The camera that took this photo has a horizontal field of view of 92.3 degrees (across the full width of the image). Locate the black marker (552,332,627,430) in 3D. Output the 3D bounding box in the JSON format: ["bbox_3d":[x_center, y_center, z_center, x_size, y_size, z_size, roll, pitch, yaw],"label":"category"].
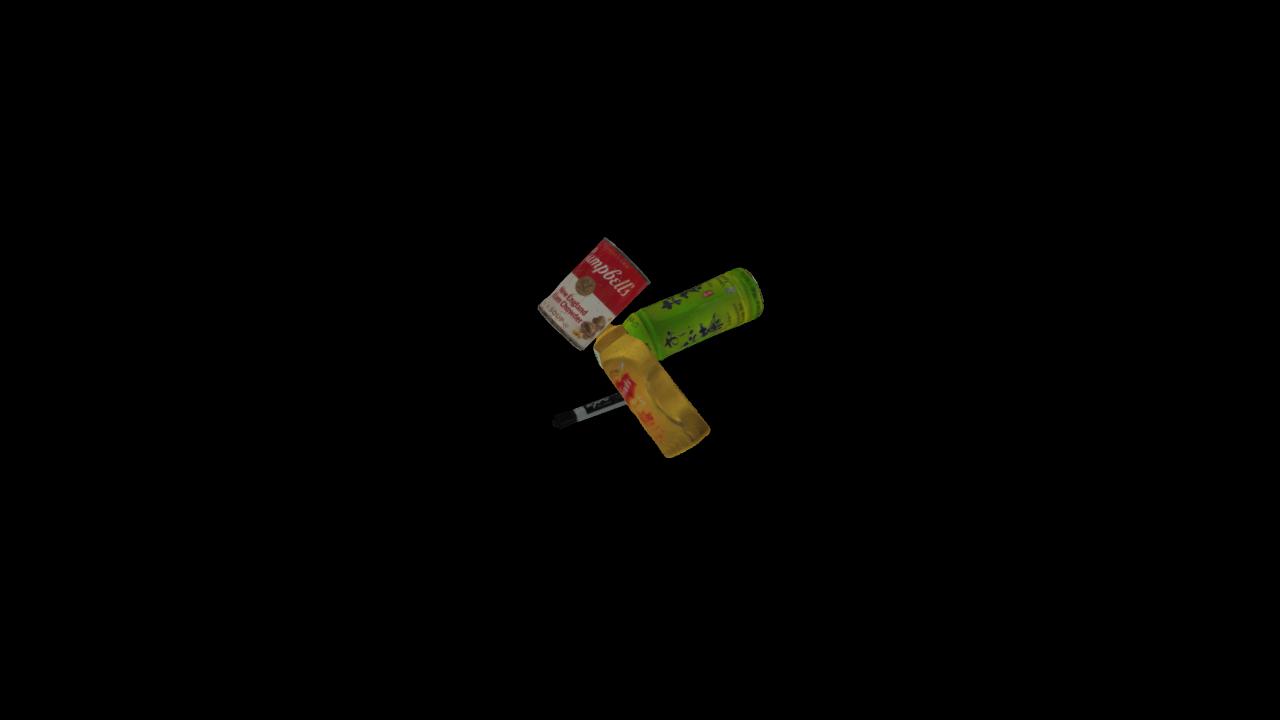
[{"bbox_3d":[-0.053,0.060,0.768,0.121,0.020,0.020,-19,8,-26],"label":"black marker"}]

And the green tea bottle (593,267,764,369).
[{"bbox_3d":[0.045,-0.043,0.751,0.212,0.073,0.073,-26,4,-9],"label":"green tea bottle"}]

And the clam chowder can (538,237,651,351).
[{"bbox_3d":[-0.048,-0.067,0.638,0.068,0.102,0.068,45,2,-2],"label":"clam chowder can"}]

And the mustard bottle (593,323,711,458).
[{"bbox_3d":[0.003,0.026,0.719,0.054,0.184,0.092,-36,-3,-20],"label":"mustard bottle"}]
